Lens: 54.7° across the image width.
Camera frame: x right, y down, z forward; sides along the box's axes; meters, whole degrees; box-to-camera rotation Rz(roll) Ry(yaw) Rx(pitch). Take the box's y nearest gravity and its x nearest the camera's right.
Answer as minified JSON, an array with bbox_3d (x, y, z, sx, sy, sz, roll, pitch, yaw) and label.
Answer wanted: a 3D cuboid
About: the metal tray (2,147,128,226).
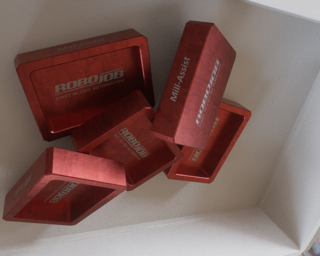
[{"bbox_3d":[-0.109,0.073,0.352,0.091,0.030,0.129,19,137,-36],"label":"metal tray"}]

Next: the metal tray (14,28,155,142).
[{"bbox_3d":[-0.074,-0.047,0.334,0.131,0.030,0.089,-19,126,-18],"label":"metal tray"}]

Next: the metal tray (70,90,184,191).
[{"bbox_3d":[-0.032,0.022,0.373,0.090,0.030,0.130,-33,144,2],"label":"metal tray"}]

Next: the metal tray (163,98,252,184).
[{"bbox_3d":[0.065,0.018,0.452,0.091,0.030,0.129,13,112,-34],"label":"metal tray"}]

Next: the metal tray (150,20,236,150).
[{"bbox_3d":[0.043,-0.043,0.357,0.090,0.030,0.129,18,90,-59],"label":"metal tray"}]
